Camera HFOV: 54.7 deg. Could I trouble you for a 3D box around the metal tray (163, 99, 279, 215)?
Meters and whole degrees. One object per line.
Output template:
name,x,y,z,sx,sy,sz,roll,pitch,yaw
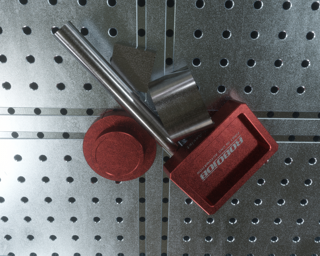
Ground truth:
metal tray,0.080,0.038,0.403,0.130,0.030,0.090,-45,113,-2

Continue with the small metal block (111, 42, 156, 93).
small metal block,-0.035,-0.076,0.385,0.050,0.025,0.050,12,110,-5

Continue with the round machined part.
round machined part,-0.054,0.029,0.413,0.099,0.042,0.097,0,110,-1

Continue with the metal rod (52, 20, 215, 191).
metal rod,-0.012,-0.007,0.393,0.025,0.025,0.300,-38,114,12

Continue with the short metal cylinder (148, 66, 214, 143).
short metal cylinder,0.026,-0.028,0.374,0.050,0.080,0.080,-24,109,8
